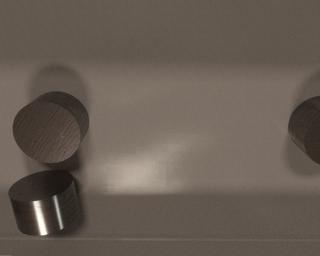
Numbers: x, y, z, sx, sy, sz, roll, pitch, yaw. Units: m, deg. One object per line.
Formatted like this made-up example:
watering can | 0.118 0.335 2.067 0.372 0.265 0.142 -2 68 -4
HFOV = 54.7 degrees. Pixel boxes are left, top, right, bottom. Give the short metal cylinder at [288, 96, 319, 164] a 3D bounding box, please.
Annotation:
short metal cylinder | 0.217 0.003 0.402 0.081 0.050 0.079 0 110 -1

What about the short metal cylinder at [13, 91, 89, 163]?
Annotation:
short metal cylinder | -0.136 -0.002 0.395 0.081 0.050 0.079 0 110 -1

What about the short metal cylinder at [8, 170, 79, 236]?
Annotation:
short metal cylinder | -0.154 0.097 0.416 0.081 0.080 0.050 -4 110 1
